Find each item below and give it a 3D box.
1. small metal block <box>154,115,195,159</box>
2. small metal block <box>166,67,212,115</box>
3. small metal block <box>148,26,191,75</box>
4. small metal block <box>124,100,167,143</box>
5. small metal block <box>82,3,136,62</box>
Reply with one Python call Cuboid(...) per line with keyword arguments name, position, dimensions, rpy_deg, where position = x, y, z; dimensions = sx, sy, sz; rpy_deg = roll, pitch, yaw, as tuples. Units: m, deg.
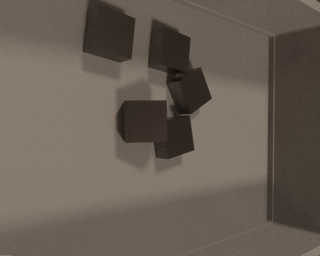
Cuboid(name="small metal block", position=(0.018, 0.011, 0.424), dimensions=(0.050, 0.025, 0.050), rpy_deg=(-14, 99, -39))
Cuboid(name="small metal block", position=(0.043, -0.053, 0.445), dimensions=(0.050, 0.025, 0.050), rpy_deg=(-36, 113, -34))
Cuboid(name="small metal block", position=(0.013, -0.103, 0.419), dimensions=(0.050, 0.025, 0.050), rpy_deg=(8, 85, -40))
Cuboid(name="small metal block", position=(-0.018, -0.008, 0.379), dimensions=(0.050, 0.025, 0.050), rpy_deg=(-1, 91, -10))
Cuboid(name="small metal block", position=(-0.058, -0.108, 0.359), dimensions=(0.050, 0.025, 0.050), rpy_deg=(9, 85, -40))
